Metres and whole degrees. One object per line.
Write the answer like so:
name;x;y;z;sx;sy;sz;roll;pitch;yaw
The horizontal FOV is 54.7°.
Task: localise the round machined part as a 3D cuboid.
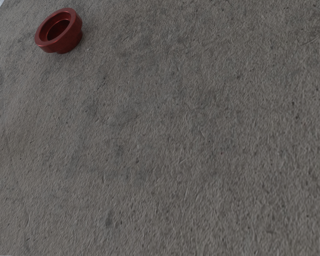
round machined part;-0.192;-0.185;0.608;0.098;0.042;0.098;-13;56;21
